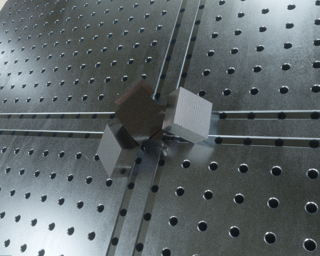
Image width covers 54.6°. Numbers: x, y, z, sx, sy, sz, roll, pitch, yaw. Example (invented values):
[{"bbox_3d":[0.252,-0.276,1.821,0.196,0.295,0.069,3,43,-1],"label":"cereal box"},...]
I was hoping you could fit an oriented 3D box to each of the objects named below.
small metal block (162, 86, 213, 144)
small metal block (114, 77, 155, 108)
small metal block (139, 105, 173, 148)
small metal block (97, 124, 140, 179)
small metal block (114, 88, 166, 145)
[{"bbox_3d":[0.034,-0.015,0.381,0.025,0.050,0.050,-29,43,53],"label":"small metal block"},{"bbox_3d":[-0.038,-0.047,0.442,0.050,0.025,0.050,-40,15,1],"label":"small metal block"},{"bbox_3d":[-0.009,-0.003,0.416,0.050,0.025,0.050,2,65,29],"label":"small metal block"},{"bbox_3d":[-0.056,0.029,0.404,0.050,0.025,0.050,53,130,39],"label":"small metal block"},{"bbox_3d":[-0.023,-0.015,0.398,0.050,0.025,0.050,-41,51,-1],"label":"small metal block"}]
